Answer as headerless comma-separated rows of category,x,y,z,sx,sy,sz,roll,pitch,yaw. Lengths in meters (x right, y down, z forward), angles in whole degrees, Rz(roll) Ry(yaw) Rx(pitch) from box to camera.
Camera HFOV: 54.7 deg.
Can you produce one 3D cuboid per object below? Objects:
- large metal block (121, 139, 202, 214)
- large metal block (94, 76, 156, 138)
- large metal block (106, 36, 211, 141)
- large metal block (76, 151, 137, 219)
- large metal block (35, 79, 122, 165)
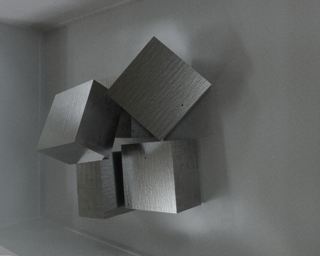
large metal block,0.001,0.057,0.383,0.080,0.050,0.080,-7,86,39
large metal block,-0.051,-0.027,0.428,0.080,0.050,0.079,-1,89,39
large metal block,0.001,-0.042,0.353,0.080,0.050,0.080,42,95,6
large metal block,-0.063,0.072,0.419,0.050,0.081,0.080,-8,85,39
large metal block,-0.098,-0.004,0.382,0.080,0.050,0.080,-12,57,39
